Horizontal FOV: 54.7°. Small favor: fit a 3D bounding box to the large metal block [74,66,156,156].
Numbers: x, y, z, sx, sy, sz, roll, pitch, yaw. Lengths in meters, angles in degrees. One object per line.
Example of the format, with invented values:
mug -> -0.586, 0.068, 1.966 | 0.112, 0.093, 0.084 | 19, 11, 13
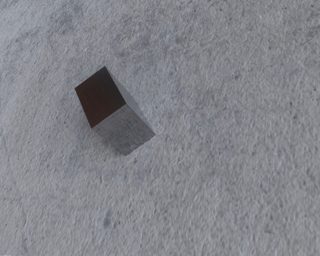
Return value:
large metal block -> -0.059, -0.021, 0.411 | 0.050, 0.080, 0.080 | -36, 52, 4
